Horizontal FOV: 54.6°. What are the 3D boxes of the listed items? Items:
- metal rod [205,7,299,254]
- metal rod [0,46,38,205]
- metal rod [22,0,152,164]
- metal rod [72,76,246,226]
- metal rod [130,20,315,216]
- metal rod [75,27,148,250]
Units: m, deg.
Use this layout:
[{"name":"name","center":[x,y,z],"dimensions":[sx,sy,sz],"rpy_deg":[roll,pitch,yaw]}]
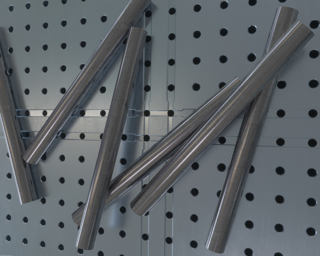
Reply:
[{"name":"metal rod","center":[0.108,0.007,0.374],"dimensions":[0.025,0.025,0.298],"rpy_deg":[17,96,19]},{"name":"metal rod","center":[-0.246,-0.027,0.500],"dimensions":[0.025,0.025,0.299],"rpy_deg":[-18,84,19]},{"name":"metal rod","center":[-0.112,-0.066,0.452],"dimensions":[0.025,0.025,0.299],"rpy_deg":[42,103,15]},{"name":"metal rod","center":[-0.009,0.040,0.416],"dimensions":[0.299,0.025,0.025],"rpy_deg":[-40,77,15]},{"name":"metal rod","center":[0.061,0.003,0.374],"dimensions":[0.025,0.025,0.299],"rpy_deg":[45,110,14]},{"name":"metal rod","center":[-0.064,0.012,0.418],"dimensions":[0.025,0.025,0.299],"rpy_deg":[13,88,19]}]
